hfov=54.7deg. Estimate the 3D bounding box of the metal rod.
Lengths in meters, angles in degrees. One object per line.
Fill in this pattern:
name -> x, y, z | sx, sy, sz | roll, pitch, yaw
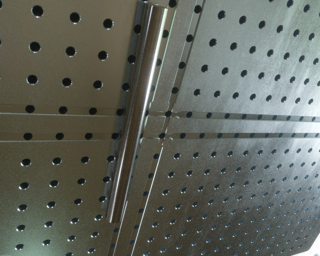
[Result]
metal rod -> -0.036, 0.001, 0.393 | 0.025, 0.025, 0.298 | -1, 119, -29
